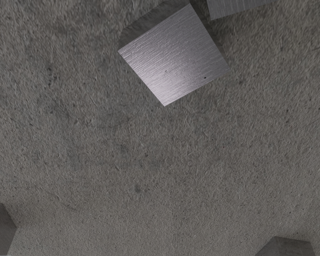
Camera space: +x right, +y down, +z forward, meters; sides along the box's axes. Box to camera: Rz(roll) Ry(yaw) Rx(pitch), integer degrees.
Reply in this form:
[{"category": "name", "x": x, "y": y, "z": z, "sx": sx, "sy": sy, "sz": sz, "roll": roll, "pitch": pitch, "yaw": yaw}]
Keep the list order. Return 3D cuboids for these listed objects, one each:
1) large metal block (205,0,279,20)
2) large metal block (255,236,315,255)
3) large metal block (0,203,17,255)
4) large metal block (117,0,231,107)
[{"category": "large metal block", "x": 0.072, "y": -0.150, "z": 0.263, "sx": 0.080, "sy": 0.050, "sz": 0.080, "roll": -14, "pitch": 129, "yaw": 11}, {"category": "large metal block", "x": 0.251, "y": 0.265, "z": 0.618, "sx": 0.081, "sy": 0.050, "sz": 0.079, "roll": 12, "pitch": 129, "yaw": -11}, {"category": "large metal block", "x": -0.294, "y": 0.185, "z": 0.525, "sx": 0.050, "sy": 0.080, "sz": 0.079, "roll": -1, "pitch": 130, "yaw": 1}, {"category": "large metal block", "x": 0.015, "y": -0.082, "z": 0.321, "sx": 0.080, "sy": 0.050, "sz": 0.080, "roll": -28, "pitch": 125, "yaw": 21}]
